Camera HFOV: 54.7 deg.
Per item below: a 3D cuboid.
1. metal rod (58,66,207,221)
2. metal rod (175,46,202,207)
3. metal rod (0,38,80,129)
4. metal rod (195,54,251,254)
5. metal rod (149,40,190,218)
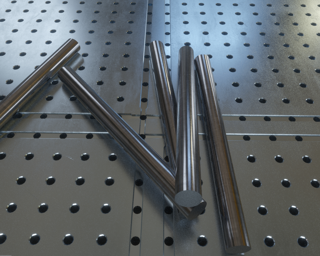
[{"bbox_3d":[-0.054,-0.001,0.390,0.025,0.025,0.300,-30,51,-23],"label":"metal rod"},{"bbox_3d":[0.035,-0.030,0.398,0.025,0.025,0.300,3,39,2],"label":"metal rod"},{"bbox_3d":[-0.206,-0.035,0.434,0.025,0.025,0.301,19,52,15],"label":"metal rod"},{"bbox_3d":[0.073,0.006,0.403,0.025,0.025,0.300,-1,50,-2],"label":"metal rod"},{"bbox_3d":[0.013,-0.023,0.427,0.025,0.025,0.300,-5,50,-5],"label":"metal rod"}]
